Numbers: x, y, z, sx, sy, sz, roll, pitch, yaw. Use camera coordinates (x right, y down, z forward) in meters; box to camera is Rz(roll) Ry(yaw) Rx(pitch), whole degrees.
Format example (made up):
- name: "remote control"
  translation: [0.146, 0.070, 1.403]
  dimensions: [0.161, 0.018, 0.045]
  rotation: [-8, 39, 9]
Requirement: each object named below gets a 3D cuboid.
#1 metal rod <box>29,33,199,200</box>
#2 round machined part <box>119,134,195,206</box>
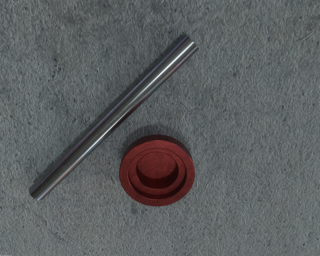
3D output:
- name: "metal rod"
  translation: [-0.068, -0.006, 0.406]
  dimensions: [0.299, 0.025, 0.025]
  rotation: [-43, 105, 13]
- name: "round machined part"
  translation: [-0.004, 0.054, 0.420]
  dimensions: [0.099, 0.042, 0.097]
  rotation: [0, 110, -1]
